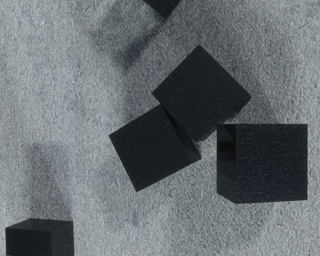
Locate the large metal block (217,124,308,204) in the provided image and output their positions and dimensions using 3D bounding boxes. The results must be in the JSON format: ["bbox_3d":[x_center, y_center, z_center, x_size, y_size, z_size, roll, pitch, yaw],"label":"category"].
[{"bbox_3d":[0.109,0.035,0.339,0.081,0.050,0.079,0,90,-12],"label":"large metal block"}]

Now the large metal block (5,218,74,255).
[{"bbox_3d":[-0.176,0.183,0.458,0.080,0.050,0.080,-2,89,20],"label":"large metal block"}]

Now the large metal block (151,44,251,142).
[{"bbox_3d":[0.051,-0.040,0.377,0.080,0.050,0.080,-45,76,14],"label":"large metal block"}]

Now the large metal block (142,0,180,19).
[{"bbox_3d":[-0.004,-0.204,0.397,0.080,0.050,0.080,43,103,15],"label":"large metal block"}]

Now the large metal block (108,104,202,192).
[{"bbox_3d":[-0.005,0.025,0.398,0.080,0.050,0.080,-30,80,17],"label":"large metal block"}]
